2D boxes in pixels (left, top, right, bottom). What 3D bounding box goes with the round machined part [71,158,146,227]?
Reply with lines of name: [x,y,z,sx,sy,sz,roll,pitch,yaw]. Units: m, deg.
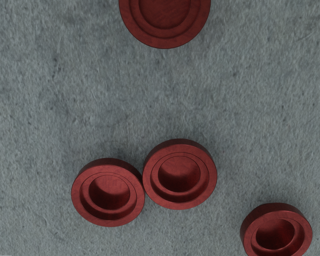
round machined part: [-0.069,0.085,0.430,0.099,0.042,0.097,0,111,1]

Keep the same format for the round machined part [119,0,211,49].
round machined part: [0.005,-0.141,0.349,0.099,0.042,0.097,0,110,-1]

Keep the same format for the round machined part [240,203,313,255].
round machined part: [0.167,0.152,0.459,0.099,0.042,0.097,0,110,-1]

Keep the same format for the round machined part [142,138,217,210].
round machined part: [0.026,0.059,0.423,0.099,0.042,0.097,0,110,-1]
